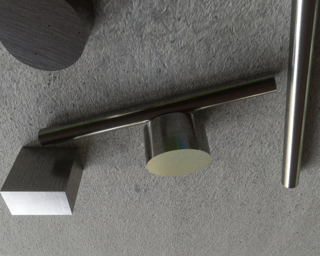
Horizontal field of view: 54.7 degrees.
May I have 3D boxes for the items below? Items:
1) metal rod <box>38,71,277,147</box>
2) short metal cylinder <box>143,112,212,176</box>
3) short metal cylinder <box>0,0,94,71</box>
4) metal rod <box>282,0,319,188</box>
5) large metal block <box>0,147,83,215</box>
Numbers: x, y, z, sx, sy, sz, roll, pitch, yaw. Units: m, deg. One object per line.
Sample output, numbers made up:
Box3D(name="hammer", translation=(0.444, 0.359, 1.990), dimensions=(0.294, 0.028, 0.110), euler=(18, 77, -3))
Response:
Box3D(name="metal rod", translation=(-0.012, -0.021, 0.389), dimensions=(0.301, 0.025, 0.025), euler=(-13, 129, 10))
Box3D(name="short metal cylinder", translation=(0.021, 0.023, 0.394), dimensions=(0.081, 0.050, 0.080), euler=(-5, 150, -3))
Box3D(name="short metal cylinder", translation=(-0.109, -0.103, 0.302), dimensions=(0.081, 0.050, 0.079), euler=(0, 130, 0))
Box3D(name="metal rod", translation=(0.170, -0.027, 0.385), dimensions=(0.025, 0.025, 0.299), euler=(-10, 130, 8))
Box3D(name="large metal block", translation=(-0.158, 0.072, 0.431), dimensions=(0.081, 0.080, 0.050), euler=(0, 130, -1))
